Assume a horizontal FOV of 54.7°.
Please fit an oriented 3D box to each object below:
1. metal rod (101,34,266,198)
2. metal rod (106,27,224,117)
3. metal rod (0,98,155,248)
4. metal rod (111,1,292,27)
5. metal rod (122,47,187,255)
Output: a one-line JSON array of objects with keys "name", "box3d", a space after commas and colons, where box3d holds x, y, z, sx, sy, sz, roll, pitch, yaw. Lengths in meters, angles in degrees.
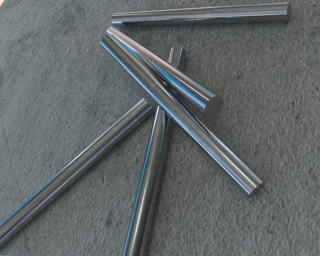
[{"name": "metal rod", "box3d": [0.010, -0.033, 0.388, 0.025, 0.025, 0.300, -42, 60, -1]}, {"name": "metal rod", "box3d": [-0.013, -0.096, 0.442, 0.025, 0.025, 0.300, -43, 43, -1]}, {"name": "metal rod", "box3d": [-0.128, 0.067, 0.430, 0.300, 0.025, 0.025, -42, 51, -1]}, {"name": "metal rod", "box3d": [0.045, -0.176, 0.488, 0.300, 0.025, 0.025, 10, 67, 32]}, {"name": "metal rod", "box3d": [-0.002, 0.020, 0.392, 0.025, 0.025, 0.300, -2, 61, 27]}]
